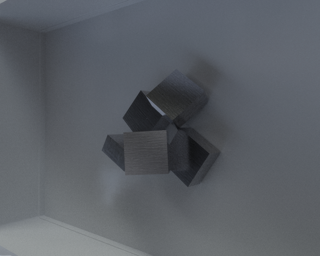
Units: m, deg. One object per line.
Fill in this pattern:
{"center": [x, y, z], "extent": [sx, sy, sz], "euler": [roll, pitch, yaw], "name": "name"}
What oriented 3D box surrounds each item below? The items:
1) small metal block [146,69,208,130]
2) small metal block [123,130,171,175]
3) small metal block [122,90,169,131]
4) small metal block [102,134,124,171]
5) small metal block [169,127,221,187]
{"center": [0.020, -0.035, 0.372], "extent": [0.050, 0.025, 0.050], "euler": [-42, 60, -6], "name": "small metal block"}
{"center": [-0.015, 0.029, 0.368], "extent": [0.050, 0.025, 0.050], "euler": [-3, 87, 7], "name": "small metal block"}
{"center": [-0.016, -0.015, 0.415], "extent": [0.050, 0.025, 0.050], "euler": [51, 120, 27], "name": "small metal block"}
{"center": [-0.041, 0.032, 0.419], "extent": [0.050, 0.050, 0.025], "euler": [36, 112, 34], "name": "small metal block"}
{"center": [0.036, 0.034, 0.373], "extent": [0.050, 0.025, 0.050], "euler": [42, 115, 31], "name": "small metal block"}
